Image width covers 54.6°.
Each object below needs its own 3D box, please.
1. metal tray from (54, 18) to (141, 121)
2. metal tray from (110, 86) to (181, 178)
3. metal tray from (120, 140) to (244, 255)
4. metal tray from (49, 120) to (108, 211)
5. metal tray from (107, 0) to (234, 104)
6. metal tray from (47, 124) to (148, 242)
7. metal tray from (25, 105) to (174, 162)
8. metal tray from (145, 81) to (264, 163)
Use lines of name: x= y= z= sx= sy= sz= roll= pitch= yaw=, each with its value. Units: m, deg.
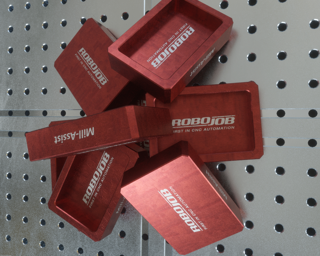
metal tray: x=-0.084 y=-0.078 z=0.422 sx=0.090 sy=0.030 sz=0.130 roll=-47 pitch=60 yaw=14
metal tray: x=-0.022 y=0.000 z=0.418 sx=0.090 sy=0.030 sz=0.129 roll=-5 pitch=86 yaw=18
metal tray: x=0.027 y=0.087 z=0.365 sx=0.090 sy=0.030 sz=0.130 roll=-31 pitch=113 yaw=18
metal tray: x=-0.112 y=0.052 z=0.450 sx=0.090 sy=0.030 sz=0.129 roll=-4 pitch=88 yaw=19
metal tray: x=0.014 y=-0.101 z=0.370 sx=0.090 sy=0.030 sz=0.130 roll=35 pitch=68 yaw=17
metal tray: x=-0.083 y=0.069 z=0.407 sx=0.090 sy=0.030 sz=0.129 roll=28 pitch=99 yaw=18
metal tray: x=-0.062 y=0.007 z=0.332 sx=0.130 sy=0.090 sz=0.030 roll=-13 pitch=86 yaw=24
metal tray: x=0.052 y=-0.005 z=0.372 sx=0.131 sy=0.030 sz=0.090 roll=-4 pitch=89 yaw=2
